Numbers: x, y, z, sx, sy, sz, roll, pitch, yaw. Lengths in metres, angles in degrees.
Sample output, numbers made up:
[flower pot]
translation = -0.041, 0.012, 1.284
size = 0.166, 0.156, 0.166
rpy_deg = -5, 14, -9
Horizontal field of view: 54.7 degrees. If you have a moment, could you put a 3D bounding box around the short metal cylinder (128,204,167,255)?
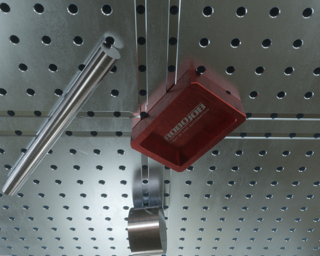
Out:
[short metal cylinder]
translation = -0.020, 0.172, 0.522
size = 0.050, 0.080, 0.080
rpy_deg = -8, 130, 7

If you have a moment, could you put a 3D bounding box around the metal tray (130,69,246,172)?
[metal tray]
translation = 0.034, -0.003, 0.405
size = 0.090, 0.030, 0.129
rpy_deg = 30, 124, -24

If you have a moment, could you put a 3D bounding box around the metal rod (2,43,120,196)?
[metal rod]
translation = -0.146, 0.006, 0.414
size = 0.025, 0.025, 0.299
rpy_deg = 31, 124, -24
